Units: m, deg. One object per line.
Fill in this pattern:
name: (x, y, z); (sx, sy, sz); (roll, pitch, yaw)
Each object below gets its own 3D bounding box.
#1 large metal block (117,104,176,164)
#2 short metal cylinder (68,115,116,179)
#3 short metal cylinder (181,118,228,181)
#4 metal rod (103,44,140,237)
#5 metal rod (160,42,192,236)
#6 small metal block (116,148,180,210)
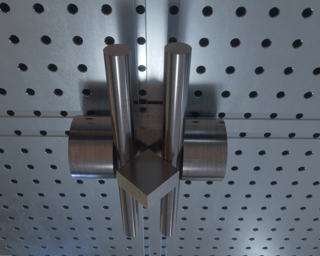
large metal block: (-0.014, 0.016, 0.404); (0.081, 0.050, 0.079); (1, 130, -1)
short metal cylinder: (-0.080, 0.023, 0.390); (0.050, 0.080, 0.079); (1, 130, -1)
short metal cylinder: (0.052, 0.027, 0.394); (0.050, 0.080, 0.079); (1, 130, 0)
metal rod: (-0.041, 0.042, 0.377); (0.025, 0.025, 0.298); (0, 130, -1)
metal rod: (0.014, 0.041, 0.377); (0.025, 0.025, 0.298); (0, 130, -1)
small metal block: (-0.014, 0.057, 0.357); (0.050, 0.050, 0.025); (33, 140, 31)
